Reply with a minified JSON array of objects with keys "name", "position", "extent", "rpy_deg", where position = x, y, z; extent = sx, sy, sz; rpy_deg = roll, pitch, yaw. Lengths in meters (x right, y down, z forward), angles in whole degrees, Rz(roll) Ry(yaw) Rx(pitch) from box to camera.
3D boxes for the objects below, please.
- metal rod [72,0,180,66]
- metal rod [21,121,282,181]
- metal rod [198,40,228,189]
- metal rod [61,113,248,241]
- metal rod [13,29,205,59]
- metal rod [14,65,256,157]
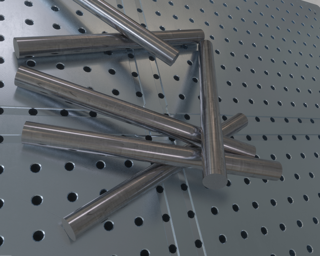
[{"name":"metal rod","position":[-0.102,-0.181,0.440],"extent":[0.300,0.025,0.025],"rpy_deg":[35,51,4]},{"name":"metal rod","position":[0.002,0.030,0.360],"extent":[0.302,0.025,0.025],"rpy_deg":[10,57,-12]},{"name":"metal rod","position":[0.067,-0.044,0.424],"extent":[0.025,0.025,0.300],"rpy_deg":[24,39,-14]},{"name":"metal rod","position":[0.019,0.043,0.391],"extent":[0.302,0.025,0.025],"rpy_deg":[-27,77,-37]},{"name":"metal rod","position":[-0.052,-0.128,0.457],"extent":[0.302,0.025,0.025],"rpy_deg":[-15,70,-34]},{"name":"metal rod","position":[-0.022,-0.013,0.382],"extent":[0.302,0.025,0.025],"rpy_deg":[19,54,-9]}]
